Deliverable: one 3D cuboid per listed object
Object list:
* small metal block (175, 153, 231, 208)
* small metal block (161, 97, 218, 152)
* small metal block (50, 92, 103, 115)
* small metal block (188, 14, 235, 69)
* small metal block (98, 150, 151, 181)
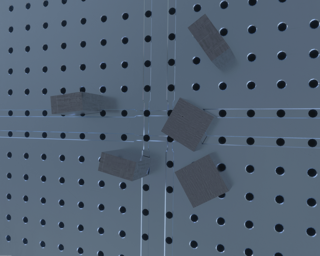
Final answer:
[{"bbox_3d":[0.055,0.066,0.393,0.050,0.025,0.050,-31,80,17],"label":"small metal block"},{"bbox_3d":[0.038,-0.005,0.400,0.050,0.025,0.050,32,100,17],"label":"small metal block"},{"bbox_3d":[-0.118,-0.034,0.442,0.050,0.050,0.025,-6,88,20],"label":"small metal block"},{"bbox_3d":[0.064,-0.103,0.377,0.025,0.050,0.050,-36,79,17],"label":"small metal block"},{"bbox_3d":[-0.046,0.049,0.416,0.050,0.050,0.025,14,95,19],"label":"small metal block"}]
